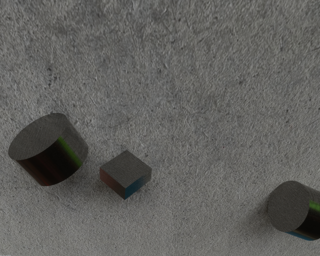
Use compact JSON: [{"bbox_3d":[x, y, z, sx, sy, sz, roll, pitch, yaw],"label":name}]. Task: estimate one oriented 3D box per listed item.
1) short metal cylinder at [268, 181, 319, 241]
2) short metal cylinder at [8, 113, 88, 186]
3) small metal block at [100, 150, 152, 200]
[{"bbox_3d":[0.217,0.128,0.482,0.050,0.080,0.080,24,126,-19],"label":"short metal cylinder"},{"bbox_3d":[-0.139,0.026,0.392,0.080,0.080,0.050,-17,128,13],"label":"short metal cylinder"},{"bbox_3d":[-0.048,0.064,0.431,0.050,0.050,0.025,33,136,27],"label":"small metal block"}]
